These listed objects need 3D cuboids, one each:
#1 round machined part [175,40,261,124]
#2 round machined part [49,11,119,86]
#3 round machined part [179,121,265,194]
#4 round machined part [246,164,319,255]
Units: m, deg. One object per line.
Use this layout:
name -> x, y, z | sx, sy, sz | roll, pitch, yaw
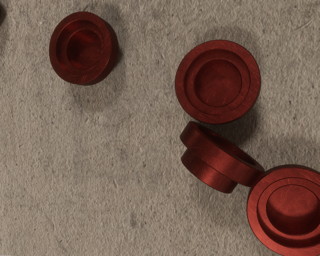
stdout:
round machined part -> 0.071, -0.053, 0.375 | 0.098, 0.042, 0.097 | 0, 90, 19
round machined part -> -0.102, -0.108, 0.435 | 0.098, 0.042, 0.097 | 0, 90, 19
round machined part -> 0.063, 0.036, 0.348 | 0.098, 0.098, 0.042 | 36, 101, 16
round machined part -> 0.148, 0.089, 0.346 | 0.098, 0.042, 0.097 | 1, 93, 16
